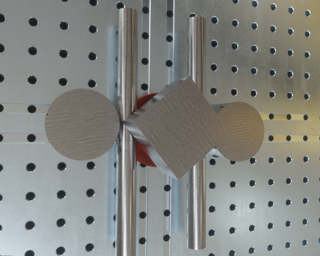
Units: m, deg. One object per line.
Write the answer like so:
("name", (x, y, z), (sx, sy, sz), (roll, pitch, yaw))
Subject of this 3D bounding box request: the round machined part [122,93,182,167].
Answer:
("round machined part", (-0.001, 0.003, 0.404), (0.099, 0.042, 0.097), (0, 90, -20))

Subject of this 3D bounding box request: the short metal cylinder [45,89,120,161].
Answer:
("short metal cylinder", (-0.093, -0.004, 0.365), (0.081, 0.050, 0.080), (0, 90, -20))

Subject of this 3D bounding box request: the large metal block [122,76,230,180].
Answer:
("large metal block", (0.017, -0.001, 0.355), (0.080, 0.050, 0.080), (-40, 103, -16))

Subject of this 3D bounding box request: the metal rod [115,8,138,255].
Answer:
("metal rod", (-0.040, 0.008, 0.375), (0.025, 0.025, 0.298), (1, 90, -20))

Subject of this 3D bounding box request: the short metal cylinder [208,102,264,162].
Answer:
("short metal cylinder", (0.097, 0.005, 0.434), (0.081, 0.050, 0.080), (0, 90, -20))

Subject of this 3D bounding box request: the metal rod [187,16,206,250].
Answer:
("metal rod", (0.048, 0.007, 0.408), (0.025, 0.025, 0.298), (0, 90, -20))
